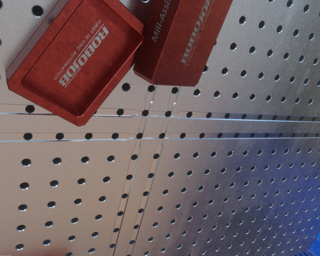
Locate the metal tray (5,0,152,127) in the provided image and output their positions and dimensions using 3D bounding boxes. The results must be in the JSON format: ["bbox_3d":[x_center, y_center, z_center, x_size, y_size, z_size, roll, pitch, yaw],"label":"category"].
[{"bbox_3d":[-0.080,-0.075,0.318,0.090,0.030,0.130,34,99,-39],"label":"metal tray"}]

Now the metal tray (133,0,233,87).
[{"bbox_3d":[0.030,-0.111,0.336,0.091,0.030,0.129,-7,125,-52],"label":"metal tray"}]
